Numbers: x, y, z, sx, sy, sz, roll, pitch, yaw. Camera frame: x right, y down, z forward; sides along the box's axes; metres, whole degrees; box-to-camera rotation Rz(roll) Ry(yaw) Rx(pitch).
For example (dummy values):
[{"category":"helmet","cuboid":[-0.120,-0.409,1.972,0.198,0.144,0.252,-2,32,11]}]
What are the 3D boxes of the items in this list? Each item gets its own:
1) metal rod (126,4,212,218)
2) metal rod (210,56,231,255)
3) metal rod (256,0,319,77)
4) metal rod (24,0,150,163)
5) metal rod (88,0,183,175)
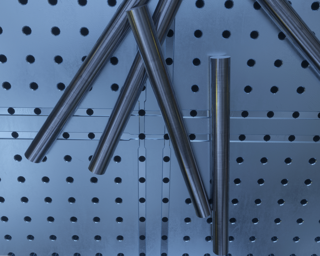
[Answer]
[{"category":"metal rod","cuboid":[0.020,-0.002,0.396,0.025,0.025,0.298,-17,116,6]},{"category":"metal rod","cuboid":[0.085,0.052,0.433,0.025,0.025,0.298,-4,110,1]},{"category":"metal rod","cuboid":[0.136,-0.143,0.362,0.300,0.025,0.025,43,104,-15]},{"category":"metal rod","cuboid":[-0.085,-0.074,0.385,0.025,0.025,0.299,34,106,-12]},{"category":"metal rod","cuboid":[-0.026,-0.069,0.387,0.025,0.025,0.298,23,108,-9]}]
